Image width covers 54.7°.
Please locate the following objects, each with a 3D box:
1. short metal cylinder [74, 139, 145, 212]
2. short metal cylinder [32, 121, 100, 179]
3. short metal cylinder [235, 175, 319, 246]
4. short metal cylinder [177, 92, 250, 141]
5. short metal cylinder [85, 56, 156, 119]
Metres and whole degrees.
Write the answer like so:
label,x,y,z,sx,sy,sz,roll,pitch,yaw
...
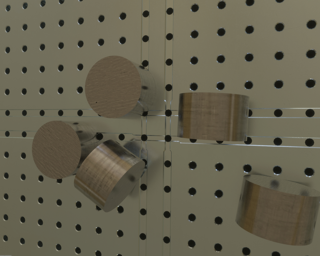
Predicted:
label,x,y,z,sx,sy,sz,roll,pitch,yaw
short metal cylinder,-0.064,0.062,0.405,0.050,0.080,0.080,34,101,16
short metal cylinder,-0.133,0.030,0.445,0.080,0.050,0.079,0,90,19
short metal cylinder,0.128,0.086,0.338,0.080,0.080,0.050,11,94,19
short metal cylinder,0.061,-0.013,0.361,0.080,0.080,0.050,4,91,19
short metal cylinder,-0.052,-0.052,0.417,0.080,0.050,0.079,0,90,19
